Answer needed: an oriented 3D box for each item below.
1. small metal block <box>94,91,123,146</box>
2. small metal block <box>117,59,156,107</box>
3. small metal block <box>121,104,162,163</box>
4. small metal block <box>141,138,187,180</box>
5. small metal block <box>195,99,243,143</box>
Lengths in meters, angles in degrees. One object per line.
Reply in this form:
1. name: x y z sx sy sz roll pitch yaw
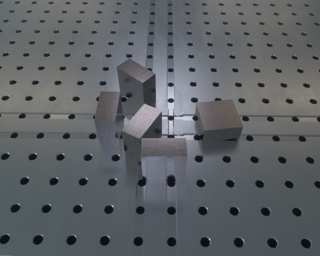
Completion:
1. small metal block: -0.065 -0.012 0.401 0.025 0.050 0.050 1 50 1
2. small metal block: -0.033 -0.063 0.445 0.050 0.050 0.025 34 58 25
3. small metal block: -0.021 0.007 0.386 0.025 0.050 0.050 24 54 19
4. small metal block: 0.004 0.037 0.361 0.050 0.050 0.025 -1 50 -1
5. small metal block: 0.078 -0.010 0.417 0.050 0.025 0.050 -5 50 -5
